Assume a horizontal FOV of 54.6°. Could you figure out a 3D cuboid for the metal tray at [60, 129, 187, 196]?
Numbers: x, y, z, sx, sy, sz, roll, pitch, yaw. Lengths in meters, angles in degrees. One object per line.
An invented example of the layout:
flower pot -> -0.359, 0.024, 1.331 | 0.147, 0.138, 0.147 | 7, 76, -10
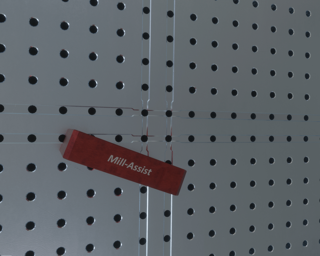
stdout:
metal tray -> -0.046, 0.038, 0.361 | 0.131, 0.090, 0.030 | 22, 83, -19
